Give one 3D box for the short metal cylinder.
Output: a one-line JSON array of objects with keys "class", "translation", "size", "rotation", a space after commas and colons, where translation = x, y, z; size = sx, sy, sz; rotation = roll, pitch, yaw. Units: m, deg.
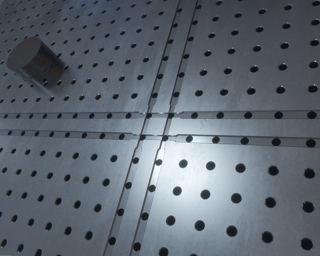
[{"class": "short metal cylinder", "translation": [-0.244, -0.128, 0.596], "size": [0.080, 0.050, 0.080], "rotation": [-13, 56, 20]}]
